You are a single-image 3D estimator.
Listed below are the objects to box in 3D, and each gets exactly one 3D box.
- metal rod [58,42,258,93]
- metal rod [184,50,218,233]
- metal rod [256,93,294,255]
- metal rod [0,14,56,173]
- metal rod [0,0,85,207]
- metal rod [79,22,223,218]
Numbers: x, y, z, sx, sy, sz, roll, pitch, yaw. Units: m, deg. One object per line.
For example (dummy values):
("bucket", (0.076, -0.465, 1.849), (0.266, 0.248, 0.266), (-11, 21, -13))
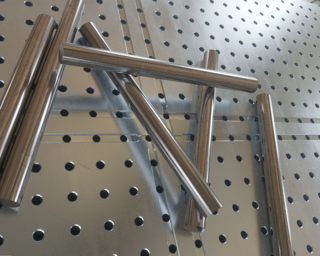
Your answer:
("metal rod", (0.019, -0.077, 0.425), (0.302, 0.025, 0.025), (4, 60, -30))
("metal rod", (0.064, -0.004, 0.443), (0.025, 0.025, 0.300), (22, 53, -15))
("metal rod", (0.165, 0.073, 0.451), (0.025, 0.025, 0.300), (18, 55, -18))
("metal rod", (-0.161, -0.016, 0.330), (0.025, 0.025, 0.300), (17, 55, -19))
("metal rod", (-0.133, -0.055, 0.370), (0.025, 0.025, 0.300), (17, 55, -18))
("metal rod", (-0.021, -0.023, 0.393), (0.025, 0.025, 0.299), (-22, 68, -36))
